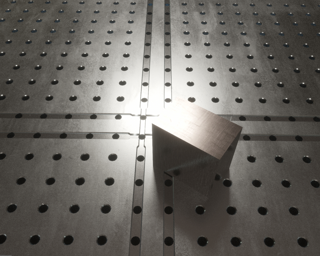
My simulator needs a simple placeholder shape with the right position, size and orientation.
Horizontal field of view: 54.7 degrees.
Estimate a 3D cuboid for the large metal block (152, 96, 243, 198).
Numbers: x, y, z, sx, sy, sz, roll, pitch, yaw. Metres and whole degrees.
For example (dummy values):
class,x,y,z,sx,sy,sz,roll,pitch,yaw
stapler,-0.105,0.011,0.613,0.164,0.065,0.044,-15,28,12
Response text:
class,x,y,z,sx,sy,sz,roll,pitch,yaw
large metal block,0.039,0.022,0.354,0.080,0.080,0.050,28,56,21
